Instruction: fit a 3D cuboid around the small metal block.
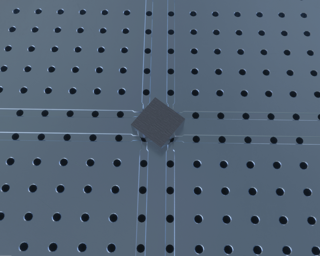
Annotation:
[{"bbox_3d":[-0.002,-0.004,0.413,0.050,0.025,0.050,37,74,12],"label":"small metal block"}]
